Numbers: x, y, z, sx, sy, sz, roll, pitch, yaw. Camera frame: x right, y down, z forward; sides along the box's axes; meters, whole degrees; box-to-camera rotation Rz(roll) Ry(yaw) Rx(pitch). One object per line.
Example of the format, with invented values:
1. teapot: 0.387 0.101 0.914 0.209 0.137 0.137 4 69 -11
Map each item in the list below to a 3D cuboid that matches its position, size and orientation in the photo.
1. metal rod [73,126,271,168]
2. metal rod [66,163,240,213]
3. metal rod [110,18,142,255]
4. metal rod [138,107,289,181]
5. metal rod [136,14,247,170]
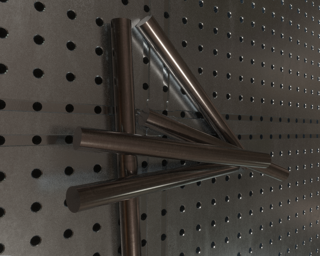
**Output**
1. metal rod: 0.040 0.030 0.399 0.302 0.025 0.025 9 84 -34
2. metal rod: 0.020 0.064 0.403 0.302 0.025 0.025 -2 91 -48
3. metal rod: -0.041 0.021 0.376 0.025 0.025 0.298 -4 93 -40
4. metal rod: 0.099 0.034 0.472 0.302 0.025 0.025 22 76 -31
5. metal rod: 0.066 -0.037 0.466 0.300 0.025 0.025 49 61 -29
